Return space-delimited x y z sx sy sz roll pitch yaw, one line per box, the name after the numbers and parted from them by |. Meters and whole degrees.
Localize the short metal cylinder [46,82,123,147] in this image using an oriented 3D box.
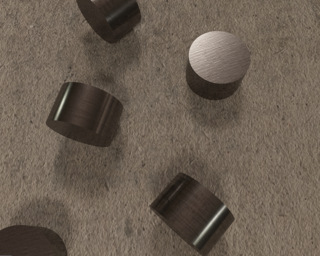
-0.092 -0.014 0.383 0.080 0.080 0.050 15 71 5 | short metal cylinder

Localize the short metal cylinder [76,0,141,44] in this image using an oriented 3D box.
-0.073 -0.168 0.440 0.050 0.080 0.080 -43 76 -14 | short metal cylinder

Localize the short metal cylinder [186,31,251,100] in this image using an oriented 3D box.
0.078 -0.085 0.427 0.081 0.050 0.080 0 70 0 | short metal cylinder

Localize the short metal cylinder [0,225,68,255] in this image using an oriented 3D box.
-0.149 0.149 0.339 0.081 0.050 0.080 0 70 0 | short metal cylinder

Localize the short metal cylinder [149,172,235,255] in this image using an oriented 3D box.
0.035 0.095 0.345 0.080 0.080 0.050 40 75 13 | short metal cylinder
